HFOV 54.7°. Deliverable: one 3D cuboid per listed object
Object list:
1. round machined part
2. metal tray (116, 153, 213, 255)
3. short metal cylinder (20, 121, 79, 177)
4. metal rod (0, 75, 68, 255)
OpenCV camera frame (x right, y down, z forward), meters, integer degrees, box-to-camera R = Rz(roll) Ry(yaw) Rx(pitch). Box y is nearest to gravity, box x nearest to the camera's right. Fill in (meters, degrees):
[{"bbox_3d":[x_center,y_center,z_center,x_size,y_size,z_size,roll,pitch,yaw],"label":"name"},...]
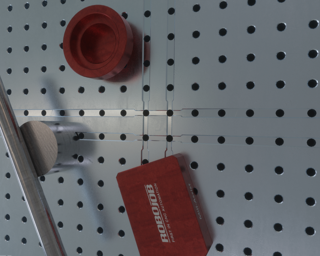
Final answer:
[{"bbox_3d":[-0.082,-0.116,0.432,0.098,0.042,0.097,0,90,19],"label":"round machined part"},{"bbox_3d":[0.004,0.108,0.408,0.090,0.030,0.129,-20,83,18],"label":"metal tray"},{"bbox_3d":[-0.169,0.029,0.459,0.080,0.050,0.079,0,90,20],"label":"short metal cylinder"},{"bbox_3d":[-0.188,0.052,0.425,0.025,0.025,0.299,-26,82,18],"label":"metal rod"}]
